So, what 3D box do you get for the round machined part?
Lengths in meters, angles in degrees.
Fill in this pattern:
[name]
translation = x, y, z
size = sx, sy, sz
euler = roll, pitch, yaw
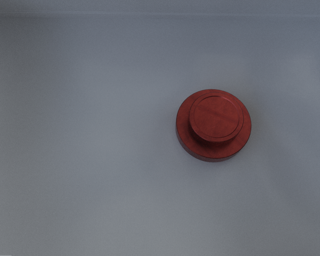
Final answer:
[round machined part]
translation = 0.070, -0.008, 0.404
size = 0.099, 0.042, 0.098
euler = 0, 70, 0
